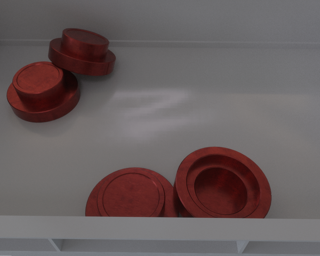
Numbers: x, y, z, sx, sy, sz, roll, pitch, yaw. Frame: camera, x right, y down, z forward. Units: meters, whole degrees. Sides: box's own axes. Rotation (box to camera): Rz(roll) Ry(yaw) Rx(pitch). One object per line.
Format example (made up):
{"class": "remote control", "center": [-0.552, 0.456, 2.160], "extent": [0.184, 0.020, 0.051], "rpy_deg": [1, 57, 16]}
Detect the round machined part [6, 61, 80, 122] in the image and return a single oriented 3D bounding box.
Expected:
{"class": "round machined part", "center": [-0.168, -0.058, 0.441], "extent": [0.099, 0.042, 0.098], "rpy_deg": [0, 50, 0]}

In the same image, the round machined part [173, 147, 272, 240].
{"class": "round machined part", "center": [0.063, 0.071, 0.330], "extent": [0.099, 0.042, 0.098], "rpy_deg": [4, 49, -4]}

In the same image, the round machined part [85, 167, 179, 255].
{"class": "round machined part", "center": [-0.029, 0.082, 0.325], "extent": [0.099, 0.042, 0.098], "rpy_deg": [0, 50, 0]}

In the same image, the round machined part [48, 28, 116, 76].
{"class": "round machined part", "center": [-0.115, -0.119, 0.468], "extent": [0.099, 0.042, 0.098], "rpy_deg": [15, 28, -8]}
